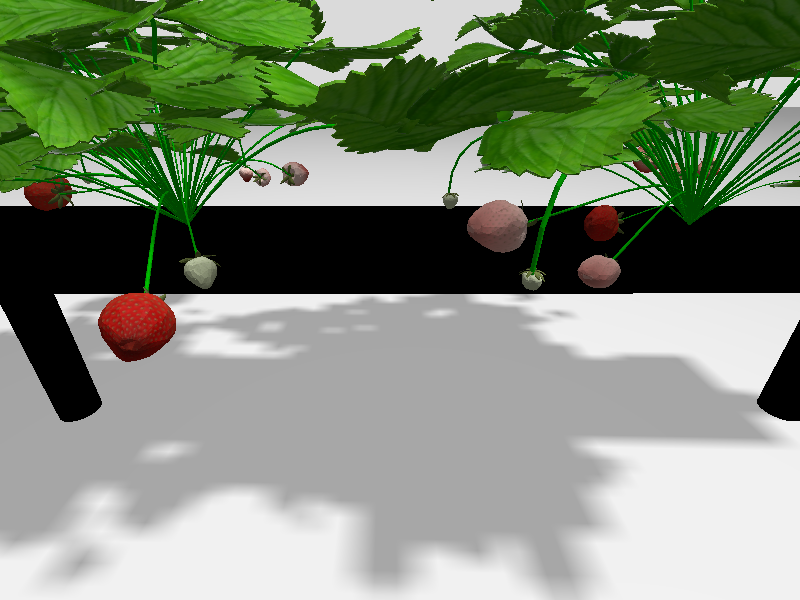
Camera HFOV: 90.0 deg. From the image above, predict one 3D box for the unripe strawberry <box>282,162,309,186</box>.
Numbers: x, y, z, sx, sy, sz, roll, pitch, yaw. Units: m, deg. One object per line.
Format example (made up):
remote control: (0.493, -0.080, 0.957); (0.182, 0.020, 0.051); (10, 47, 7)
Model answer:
unripe strawberry: (-0.129, -0.157, 0.498); (0.032, 0.029, 0.029); (10, 28, 18)

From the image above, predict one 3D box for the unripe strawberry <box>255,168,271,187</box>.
unripe strawberry: (-0.170, -0.152, 0.498); (0.019, 0.022, 0.021); (3, 14, 6)

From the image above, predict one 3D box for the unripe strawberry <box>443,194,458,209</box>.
unripe strawberry: (0.048, -0.094, 0.383); (0.015, 0.015, 0.014); (4, 28, 8)

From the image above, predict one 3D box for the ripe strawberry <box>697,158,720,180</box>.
ripe strawberry: (0.403, -0.170, 0.525); (0.025, 0.029, 0.027); (19, -9, 32)

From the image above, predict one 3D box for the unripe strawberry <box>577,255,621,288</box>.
unripe strawberry: (0.116, -0.016, 0.235); (0.020, 0.020, 0.023); (-24, 36, -37)

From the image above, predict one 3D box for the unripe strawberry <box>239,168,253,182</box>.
unripe strawberry: (-0.204, -0.167, 0.533); (0.018, 0.019, 0.018); (-2, 27, -4)

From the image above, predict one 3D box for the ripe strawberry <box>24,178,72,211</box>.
ripe strawberry: (-0.348, -0.106, 0.395); (0.039, 0.033, 0.039); (8, 28, 16)

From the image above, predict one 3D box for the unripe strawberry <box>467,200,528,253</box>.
unripe strawberry: (0.067, -0.052, 0.286); (0.038, 0.038, 0.042); (-10, 29, -18)

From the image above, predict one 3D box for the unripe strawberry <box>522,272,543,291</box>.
unripe strawberry: (0.066, -0.010, 0.200); (0.010, 0.010, 0.011); (-22, 34, -36)

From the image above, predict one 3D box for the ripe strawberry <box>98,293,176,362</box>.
ripe strawberry: (-0.114, 0.013, 0.174); (0.028, 0.030, 0.030); (-10, 30, -18)

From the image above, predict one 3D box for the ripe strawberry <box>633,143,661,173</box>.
ripe strawberry: (0.364, -0.207, 0.589); (0.040, 0.042, 0.043); (10, 5, 19)

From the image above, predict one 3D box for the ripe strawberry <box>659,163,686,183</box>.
ripe strawberry: (0.347, -0.162, 0.510); (0.029, 0.025, 0.029); (13, 29, 23)

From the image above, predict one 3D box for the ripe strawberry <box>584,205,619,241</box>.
ripe strawberry: (0.155, -0.060, 0.312); (0.026, 0.028, 0.024); (-12, 30, -21)

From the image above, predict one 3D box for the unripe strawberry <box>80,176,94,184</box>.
unripe strawberry: (-0.380, -0.148, 0.488); (0.012, 0.012, 0.013); (20, 33, 34)

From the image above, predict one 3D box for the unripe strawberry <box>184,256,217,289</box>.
unripe strawberry: (-0.118, -0.015, 0.239); (0.018, 0.020, 0.019); (-14, -29, -25)
